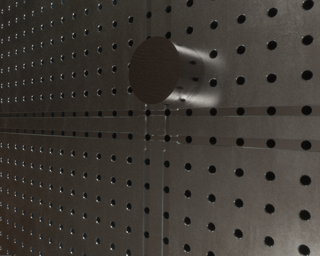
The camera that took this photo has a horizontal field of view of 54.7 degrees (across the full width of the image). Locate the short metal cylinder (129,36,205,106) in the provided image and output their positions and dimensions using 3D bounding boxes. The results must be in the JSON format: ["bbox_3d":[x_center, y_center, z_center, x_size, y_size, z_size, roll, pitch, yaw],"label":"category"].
[{"bbox_3d":[0.008,-0.068,0.385,0.080,0.050,0.079,0,90,39],"label":"short metal cylinder"}]
